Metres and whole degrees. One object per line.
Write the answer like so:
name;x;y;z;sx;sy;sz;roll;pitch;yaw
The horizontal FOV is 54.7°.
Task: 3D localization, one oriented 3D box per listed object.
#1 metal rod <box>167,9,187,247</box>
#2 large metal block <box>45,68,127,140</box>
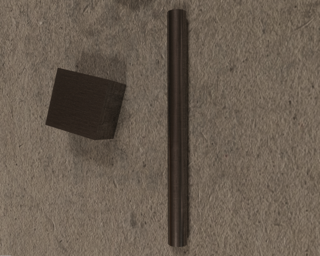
metal rod;0.022;0.000;0.400;0.025;0.025;0.298;0;90;19
large metal block;-0.102;-0.033;0.430;0.080;0.050;0.079;16;95;19
